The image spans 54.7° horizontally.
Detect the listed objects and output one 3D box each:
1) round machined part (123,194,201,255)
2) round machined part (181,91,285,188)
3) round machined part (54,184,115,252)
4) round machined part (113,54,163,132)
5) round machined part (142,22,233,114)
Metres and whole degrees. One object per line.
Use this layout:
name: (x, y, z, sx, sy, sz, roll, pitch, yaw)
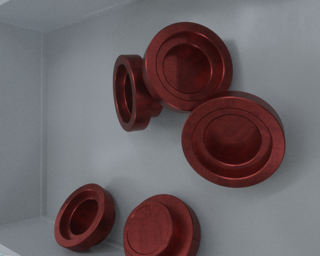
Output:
round machined part: (-0.004, 0.126, 0.372, 0.098, 0.042, 0.098, -18, 52, 25)
round machined part: (0.075, 0.008, 0.316, 0.098, 0.042, 0.097, 7, 115, 16)
round machined part: (-0.107, 0.137, 0.464, 0.098, 0.042, 0.098, -23, 42, 23)
round machined part: (-0.027, -0.045, 0.402, 0.098, 0.042, 0.097, 173, 90, -67)
round machined part: (0.028, -0.064, 0.349, 0.042, 0.099, 0.097, 160, 105, -75)
